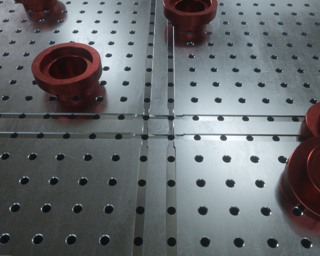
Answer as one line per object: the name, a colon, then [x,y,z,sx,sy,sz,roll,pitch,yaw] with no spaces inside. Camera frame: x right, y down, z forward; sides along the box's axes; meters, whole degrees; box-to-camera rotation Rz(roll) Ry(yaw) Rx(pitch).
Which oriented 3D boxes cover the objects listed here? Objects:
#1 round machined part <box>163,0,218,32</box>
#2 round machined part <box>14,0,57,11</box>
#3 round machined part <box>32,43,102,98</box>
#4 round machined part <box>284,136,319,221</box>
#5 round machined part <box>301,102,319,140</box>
round machined part: [0.055,-0.216,0.579,0.099,0.042,0.098,0,50,0]
round machined part: [-0.248,-0.273,0.625,0.099,0.042,0.098,0,50,0]
round machined part: [-0.136,-0.083,0.466,0.099,0.042,0.098,0,50,0]
round machined part: [0.191,0.052,0.337,0.098,0.042,0.098,-3,64,7]
round machined part: [0.240,-0.003,0.400,0.099,0.042,0.098,0,50,0]
